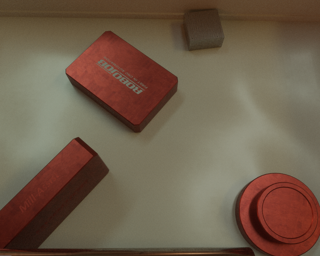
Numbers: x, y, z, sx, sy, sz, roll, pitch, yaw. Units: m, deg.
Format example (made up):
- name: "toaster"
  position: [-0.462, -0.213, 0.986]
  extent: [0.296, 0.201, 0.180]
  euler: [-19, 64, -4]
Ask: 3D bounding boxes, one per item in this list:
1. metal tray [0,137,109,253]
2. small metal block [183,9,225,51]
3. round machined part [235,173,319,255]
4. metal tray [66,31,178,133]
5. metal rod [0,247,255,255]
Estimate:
- name: "metal tray"
  position: [-0.118, 0.077, 0.345]
  extent: [0.030, 0.090, 0.130]
  euler: [39, 74, 13]
- name: "small metal block"
  position: [0.064, -0.147, 0.464]
  extent: [0.050, 0.025, 0.050]
  euler: [-8, 70, -3]
- name: "round machined part"
  position: [0.143, 0.101, 0.366]
  extent: [0.099, 0.042, 0.098]
  euler: [0, 70, -1]
- name: "metal tray"
  position: [-0.052, -0.066, 0.431]
  extent: [0.130, 0.030, 0.090]
  euler: [37, 74, 12]
- name: "metal rod"
  position: [-0.039, 0.132, 0.307]
  extent: [0.302, 0.025, 0.025]
  euler: [7, 69, -19]
